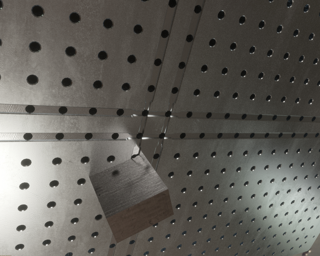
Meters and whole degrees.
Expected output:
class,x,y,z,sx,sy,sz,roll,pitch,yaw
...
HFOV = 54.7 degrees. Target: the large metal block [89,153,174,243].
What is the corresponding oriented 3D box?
class,x,y,z,sx,sy,sz,roll,pitch,yaw
large metal block,-0.039,0.090,0.411,0.081,0.080,0.050,-23,127,-15
